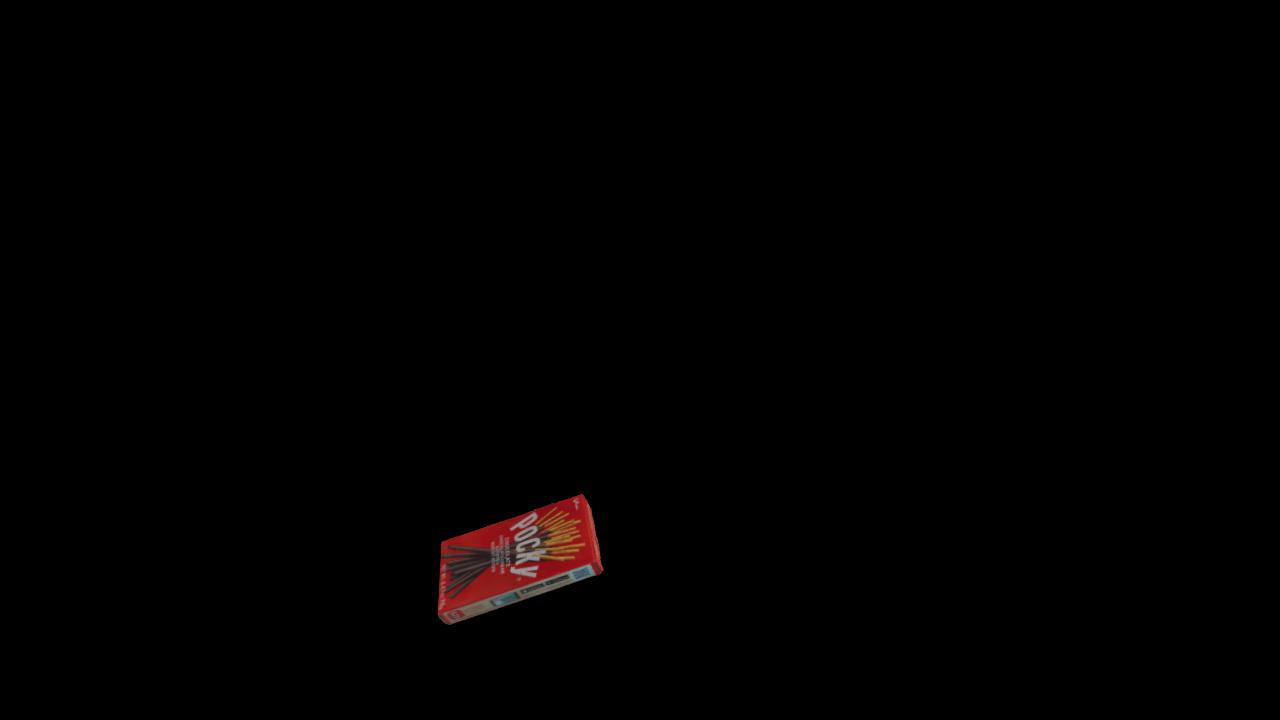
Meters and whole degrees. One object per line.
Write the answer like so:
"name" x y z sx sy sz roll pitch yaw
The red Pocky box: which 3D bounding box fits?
"red Pocky box" -0.118 0.190 0.596 0.155 0.028 0.083 -19 39 -1
